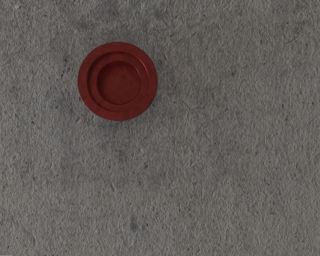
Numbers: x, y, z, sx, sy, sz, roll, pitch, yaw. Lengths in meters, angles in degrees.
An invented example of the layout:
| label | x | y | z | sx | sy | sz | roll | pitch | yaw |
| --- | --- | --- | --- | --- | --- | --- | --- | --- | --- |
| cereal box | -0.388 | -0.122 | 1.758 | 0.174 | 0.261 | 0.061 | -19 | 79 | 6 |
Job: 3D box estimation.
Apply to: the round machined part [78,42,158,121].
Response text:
| label | x | y | z | sx | sy | sz | roll | pitch | yaw |
| --- | --- | --- | --- | --- | --- | --- | --- | --- | --- |
| round machined part | -0.052 | -0.058 | 0.401 | 0.099 | 0.042 | 0.097 | 0 | 90 | 0 |
